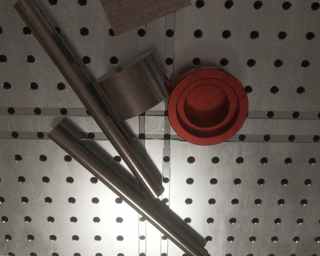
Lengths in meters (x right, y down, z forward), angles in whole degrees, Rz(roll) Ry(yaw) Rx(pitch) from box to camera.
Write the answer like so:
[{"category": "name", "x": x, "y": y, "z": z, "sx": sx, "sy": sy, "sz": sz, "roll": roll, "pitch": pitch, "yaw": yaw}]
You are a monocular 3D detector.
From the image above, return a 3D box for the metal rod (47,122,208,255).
[{"category": "metal rod", "x": -0.037, "y": 0.102, "z": 0.450, "sx": 0.025, "sy": 0.025, "sz": 0.300, "roll": -42, "pitch": 105, "yaw": 14}]

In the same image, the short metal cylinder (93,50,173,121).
[{"category": "short metal cylinder", "x": -0.031, "y": -0.050, "z": 0.365, "sx": 0.080, "sy": 0.080, "sz": 0.050, "roll": -26, "pitch": 108, "yaw": 9}]

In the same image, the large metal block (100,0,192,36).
[{"category": "large metal block", "x": -0.016, "y": -0.140, "z": 0.332, "sx": 0.080, "sy": 0.080, "sz": 0.050, "roll": -21, "pitch": 109, "yaw": 7}]

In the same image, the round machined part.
[{"category": "round machined part", "x": 0.058, "y": -0.030, "z": 0.394, "sx": 0.099, "sy": 0.042, "sz": 0.097, "roll": 0, "pitch": 110, "yaw": -1}]

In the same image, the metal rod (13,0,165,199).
[{"category": "metal rod", "x": -0.081, "y": -0.026, "z": 0.402, "sx": 0.025, "sy": 0.025, "sz": 0.299, "roll": -30, "pitch": 108, "yaw": 10}]
